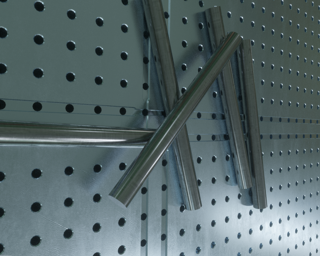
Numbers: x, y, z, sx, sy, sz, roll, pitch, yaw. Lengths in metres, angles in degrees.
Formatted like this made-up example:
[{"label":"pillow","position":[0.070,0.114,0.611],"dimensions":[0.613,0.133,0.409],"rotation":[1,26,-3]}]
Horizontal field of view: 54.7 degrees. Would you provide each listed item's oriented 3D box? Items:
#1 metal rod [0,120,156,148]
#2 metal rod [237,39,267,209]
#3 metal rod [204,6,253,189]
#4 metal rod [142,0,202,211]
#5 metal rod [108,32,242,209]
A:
[{"label":"metal rod","position":[-0.111,0.007,0.316],"dimensions":[0.302,0.025,0.025],"rotation":[4,88,-40]},{"label":"metal rod","position":[0.163,-0.003,0.548],"dimensions":[0.025,0.025,0.298],"rotation":[-14,99,-40]},{"label":"metal rod","position":[0.114,-0.042,0.507],"dimensions":[0.025,0.025,0.298],"rotation":[-22,104,-38]},{"label":"metal rod","position":[0.018,-0.029,0.426],"dimensions":[0.025,0.025,0.298],"rotation":[-20,103,-39]},{"label":"metal rod","position":[0.033,-0.028,0.404],"dimensions":[0.025,0.025,0.301],"rotation":[52,60,-28]}]
